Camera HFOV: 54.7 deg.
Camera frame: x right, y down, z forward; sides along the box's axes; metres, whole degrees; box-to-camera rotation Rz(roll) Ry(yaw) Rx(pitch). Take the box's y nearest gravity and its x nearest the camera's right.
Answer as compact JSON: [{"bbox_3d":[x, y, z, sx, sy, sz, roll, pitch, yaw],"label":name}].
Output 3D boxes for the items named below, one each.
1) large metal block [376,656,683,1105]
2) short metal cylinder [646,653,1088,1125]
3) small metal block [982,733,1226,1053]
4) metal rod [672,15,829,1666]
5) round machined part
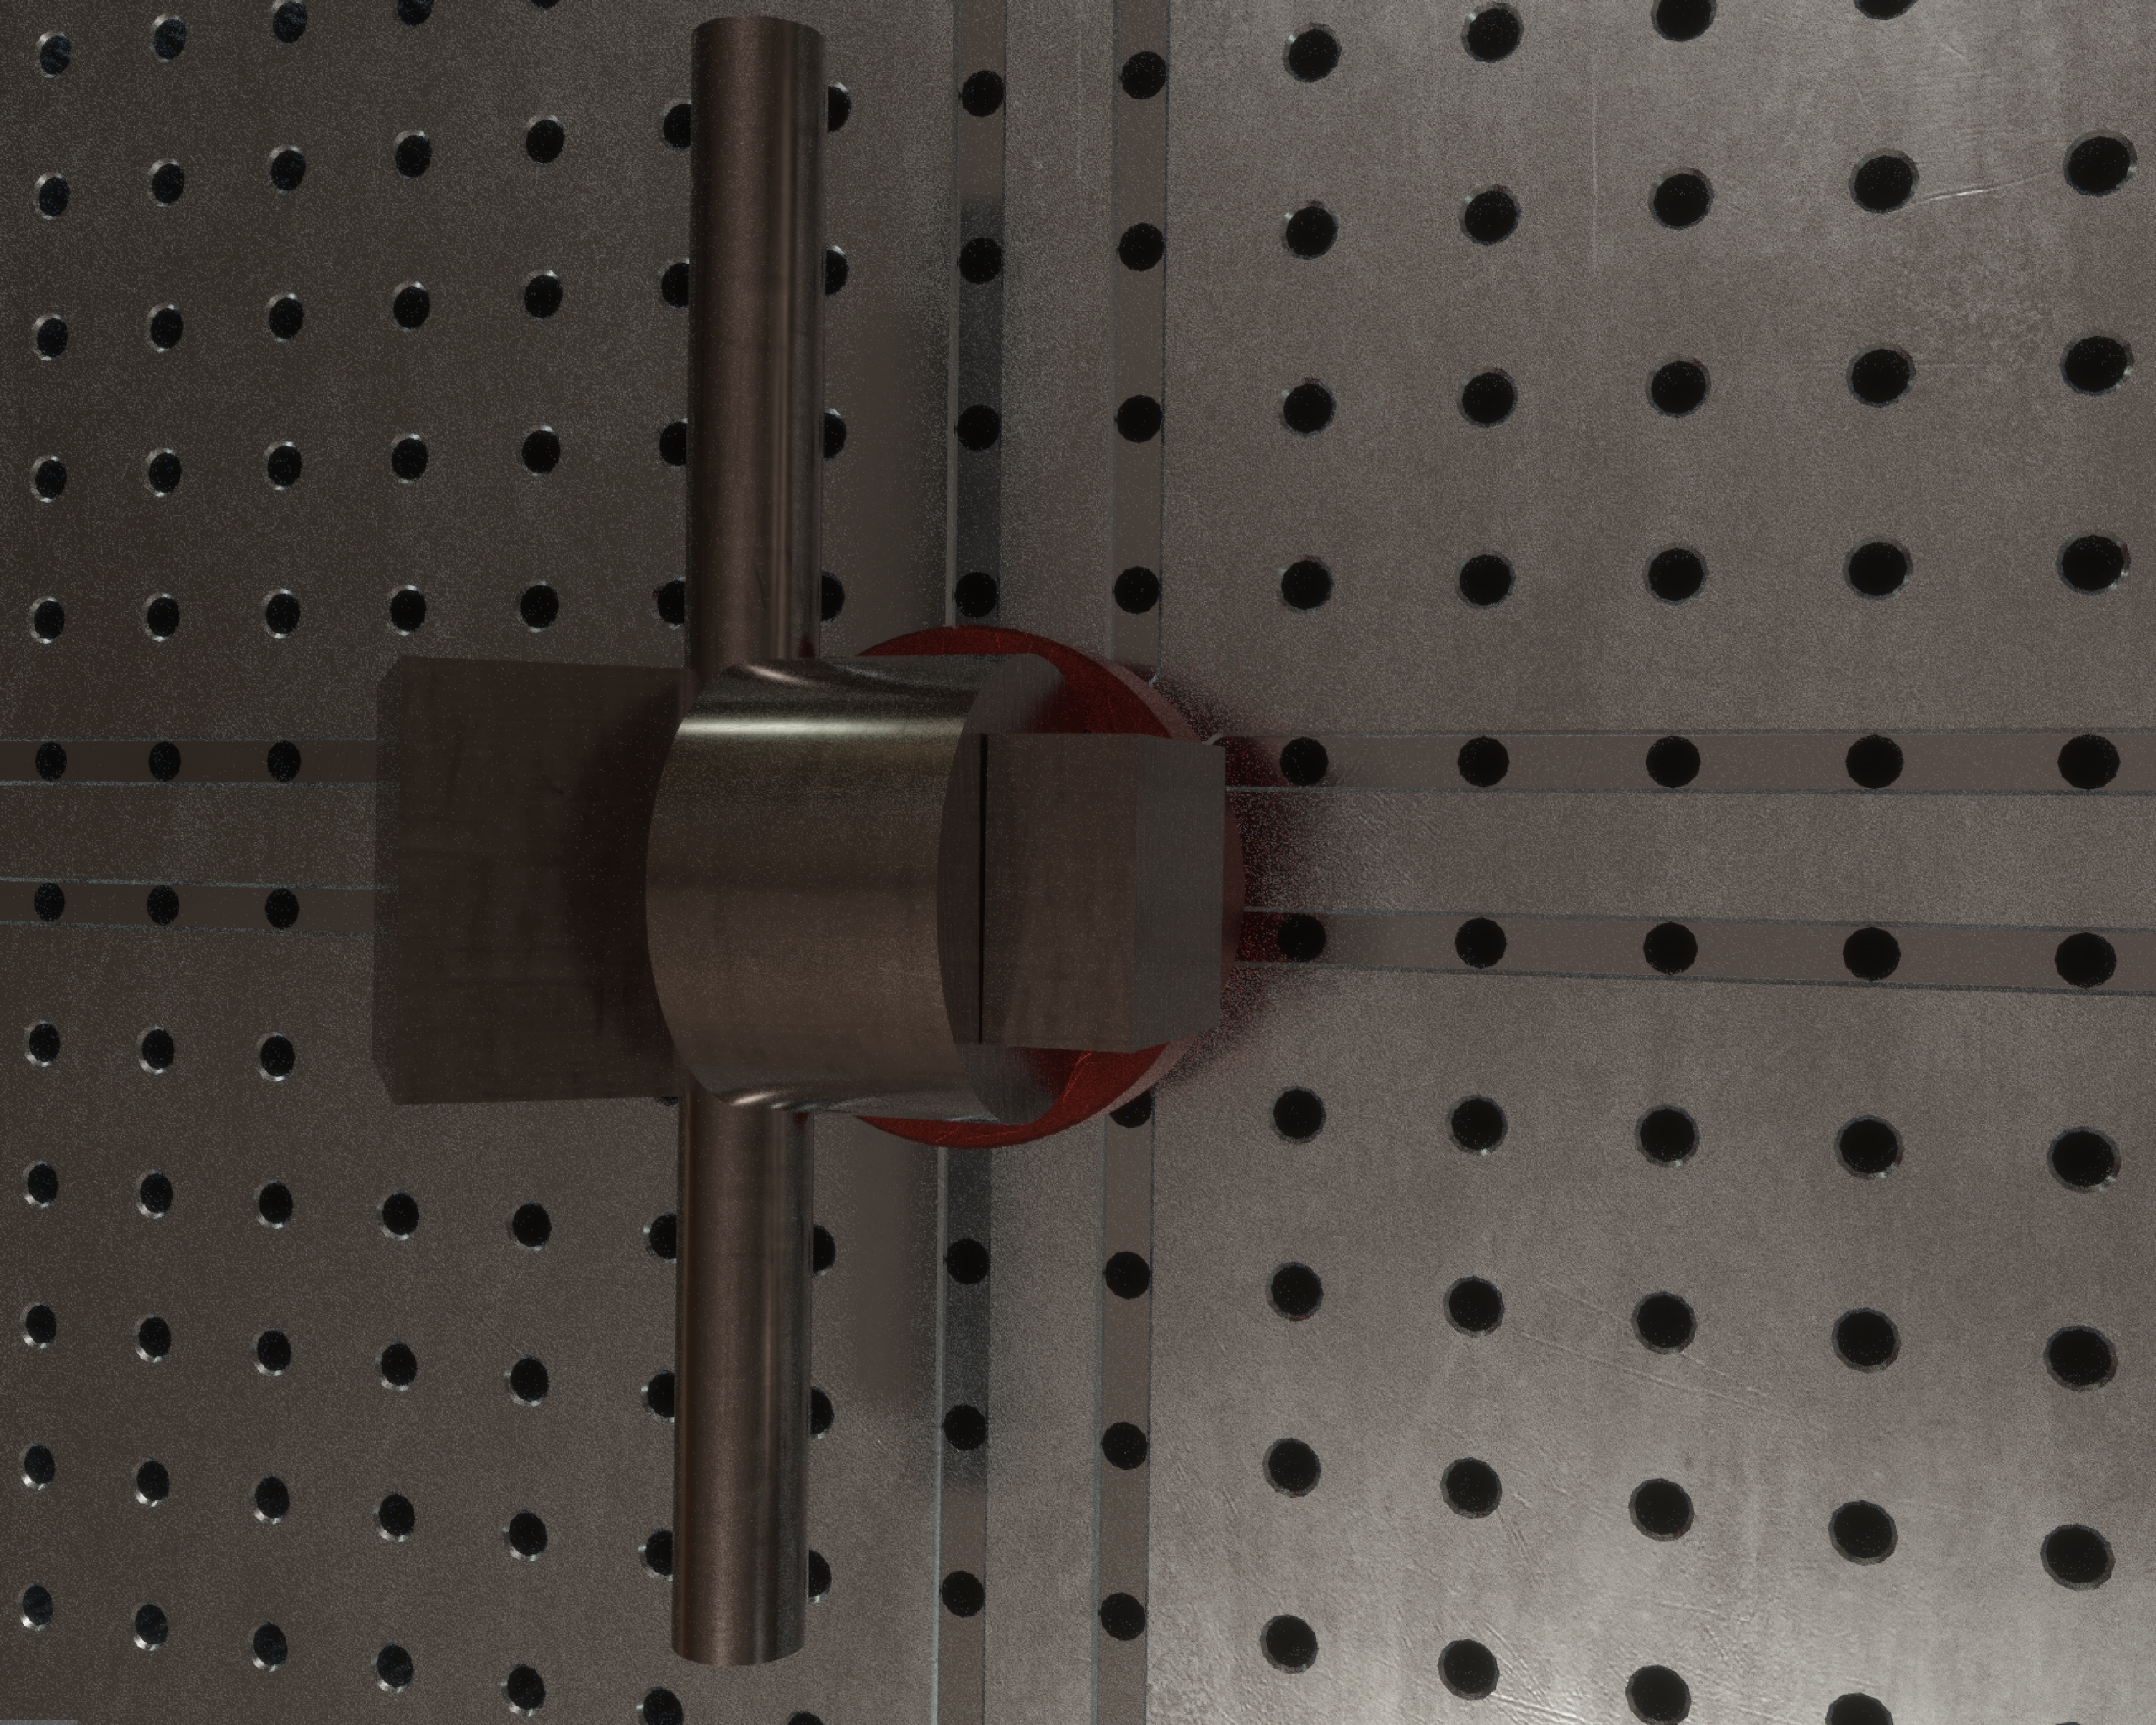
[{"bbox_3d":[-0.111,0.003,0.415,0.050,0.080,0.079,1,90,-21],"label":"large metal block"},{"bbox_3d":[-0.032,0.004,0.361,0.050,0.080,0.079,1,90,20],"label":"short metal cylinder"},{"bbox_3d":[0.006,0.004,0.352,0.025,0.050,0.050,1,91,20],"label":"small metal block"},{"bbox_3d":[-0.061,-0.004,0.389,0.025,0.025,0.298,1,90,19],"label":"metal rod"},{"bbox_3d":[-0.015,0.004,0.407,0.098,0.042,0.097,0,90,19],"label":"round machined part"}]
